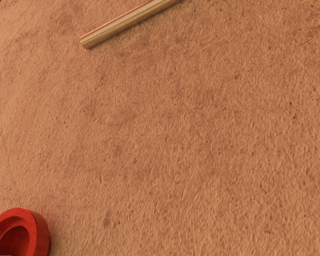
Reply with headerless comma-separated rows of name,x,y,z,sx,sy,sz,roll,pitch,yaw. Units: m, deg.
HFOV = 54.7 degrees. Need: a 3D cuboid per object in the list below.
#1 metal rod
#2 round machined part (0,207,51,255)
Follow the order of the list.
metal rod,-0.006,-0.213,0.535,0.301,0.025,0.025,-23,54,13
round machined part,-0.178,0.154,0.390,0.098,0.042,0.098,-13,56,20
